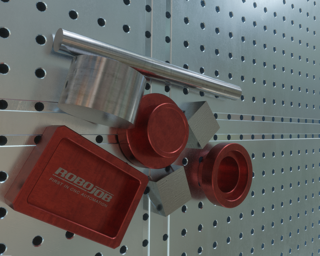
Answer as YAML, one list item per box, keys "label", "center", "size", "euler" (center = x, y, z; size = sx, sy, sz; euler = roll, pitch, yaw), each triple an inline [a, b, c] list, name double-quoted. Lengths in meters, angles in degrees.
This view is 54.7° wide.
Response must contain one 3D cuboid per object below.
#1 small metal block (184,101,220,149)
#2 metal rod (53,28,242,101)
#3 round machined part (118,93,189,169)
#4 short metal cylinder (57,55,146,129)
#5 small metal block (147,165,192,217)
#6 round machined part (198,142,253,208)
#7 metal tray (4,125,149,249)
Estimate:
- label: "small metal block"
  center: [0.056, -0.005, 0.456]
  size: [0.050, 0.025, 0.050]
  euler: [-46, 118, -30]
- label: "metal rod"
  center: [0.010, -0.074, 0.416]
  size: [0.302, 0.025, 0.025]
  euler: [8, 85, -40]
- label: "round machined part"
  center: [-0.001, 0.004, 0.396]
  size: [0.099, 0.042, 0.097]
  euler: [3, 85, -40]
- label: "short metal cylinder"
  center: [-0.059, -0.035, 0.323]
  size: [0.080, 0.080, 0.050]
  euler: [22, 76, -38]
- label: "small metal block"
  center: [0.012, 0.083, 0.419]
  size: [0.050, 0.025, 0.050]
  euler: [-25, 106, -37]
- label: "round machined part"
  center: [0.097, 0.071, 0.480]
  size: [0.099, 0.042, 0.097]
  euler: [0, 90, -40]
- label: "metal tray"
  center: [-0.082, 0.066, 0.337]
  size: [0.130, 0.030, 0.090]
  euler: [38, 67, -33]
